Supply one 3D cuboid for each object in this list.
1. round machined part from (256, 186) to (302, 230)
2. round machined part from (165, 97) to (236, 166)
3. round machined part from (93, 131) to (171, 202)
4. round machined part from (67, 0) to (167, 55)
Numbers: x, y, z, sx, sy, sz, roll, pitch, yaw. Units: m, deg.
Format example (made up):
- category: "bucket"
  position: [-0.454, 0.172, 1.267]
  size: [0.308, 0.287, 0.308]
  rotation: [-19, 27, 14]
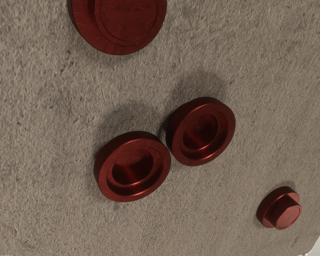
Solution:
- category: "round machined part"
  position: [0.254, 0.173, 0.646]
  size: [0.099, 0.042, 0.097]
  rotation: [-14, 125, -21]
- category: "round machined part"
  position: [0.051, 0.001, 0.426]
  size: [0.099, 0.042, 0.097]
  rotation: [-14, 125, -21]
- category: "round machined part"
  position: [-0.039, 0.046, 0.404]
  size: [0.099, 0.042, 0.097]
  rotation: [-14, 125, -21]
- category: "round machined part"
  position: [-0.037, -0.119, 0.303]
  size: [0.099, 0.042, 0.097]
  rotation: [-14, 125, -21]
